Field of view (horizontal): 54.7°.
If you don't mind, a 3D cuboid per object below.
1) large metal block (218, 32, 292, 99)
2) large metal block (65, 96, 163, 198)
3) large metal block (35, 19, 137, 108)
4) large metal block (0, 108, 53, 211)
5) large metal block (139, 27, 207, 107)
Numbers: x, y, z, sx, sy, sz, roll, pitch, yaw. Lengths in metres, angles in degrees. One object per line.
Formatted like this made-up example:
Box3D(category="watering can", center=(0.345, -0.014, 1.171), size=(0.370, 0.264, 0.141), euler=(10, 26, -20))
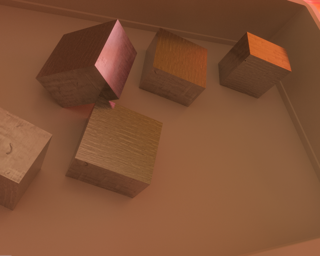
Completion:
Box3D(category="large metal block", center=(0.156, -0.102, 0.519), size=(0.081, 0.080, 0.050), euler=(16, 55, -20))
Box3D(category="large metal block", center=(-0.050, 0.023, 0.350), size=(0.080, 0.050, 0.080), euler=(23, 53, -15))
Box3D(category="large metal block", center=(-0.083, -0.074, 0.364), size=(0.050, 0.080, 0.080), euler=(58, 36, -43))
Box3D(category="large metal block", center=(-0.151, 0.023, 0.275), size=(0.080, 0.080, 0.050), euler=(30, 52, -10))
Box3D(category="large metal block", center=(0.021, -0.089, 0.457), size=(0.081, 0.050, 0.080), euler=(20, 54, -17))
